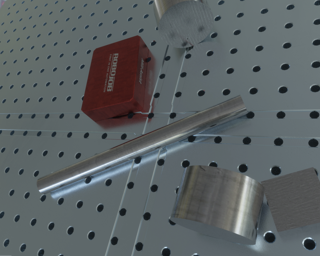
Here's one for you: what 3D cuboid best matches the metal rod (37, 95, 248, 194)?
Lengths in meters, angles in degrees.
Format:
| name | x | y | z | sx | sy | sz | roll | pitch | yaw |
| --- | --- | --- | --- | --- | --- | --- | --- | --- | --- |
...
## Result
| name | x | y | z | sx | sy | sz | roll | pitch | yaw |
| --- | --- | --- | --- | --- | --- | --- | --- | --- | --- |
| metal rod | -0.034 | 0.027 | 0.409 | 0.301 | 0.025 | 0.025 | -23 | 53 | 14 |

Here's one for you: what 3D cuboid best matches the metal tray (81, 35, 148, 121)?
| name | x | y | z | sx | sy | sz | roll | pitch | yaw |
| --- | --- | --- | --- | --- | --- | --- | --- | --- | --- |
| metal tray | -0.069 | -0.080 | 0.490 | 0.090 | 0.030 | 0.130 | -10 | 57 | 22 |

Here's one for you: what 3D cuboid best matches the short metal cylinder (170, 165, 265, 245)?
| name | x | y | z | sx | sy | sz | roll | pitch | yaw |
| --- | --- | --- | --- | --- | --- | --- | --- | --- | --- |
| short metal cylinder | 0.055 | 0.075 | 0.298 | 0.080 | 0.080 | 0.050 | 5 | 64 | 30 |

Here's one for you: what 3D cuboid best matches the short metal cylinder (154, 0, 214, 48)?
| name | x | y | z | sx | sy | sz | roll | pitch | yaw |
| --- | --- | --- | --- | --- | --- | --- | --- | --- | --- |
| short metal cylinder | 0.034 | -0.166 | 0.457 | 0.080 | 0.080 | 0.050 | -22 | 54 | 15 |

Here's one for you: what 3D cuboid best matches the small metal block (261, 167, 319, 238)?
| name | x | y | z | sx | sy | sz | roll | pitch | yaw |
| --- | --- | --- | --- | --- | --- | --- | --- | --- | --- |
| small metal block | 0.131 | 0.071 | 0.296 | 0.050 | 0.025 | 0.050 | -20 | 54 | 16 |
